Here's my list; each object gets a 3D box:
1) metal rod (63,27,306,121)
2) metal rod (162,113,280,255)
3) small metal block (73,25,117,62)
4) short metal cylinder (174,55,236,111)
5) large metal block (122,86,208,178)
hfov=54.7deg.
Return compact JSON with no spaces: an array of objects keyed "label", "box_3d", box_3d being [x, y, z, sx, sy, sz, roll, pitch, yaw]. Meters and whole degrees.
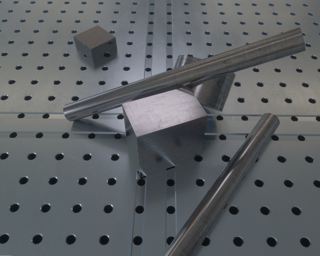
[{"label":"metal rod","box_3d":[0.011,-0.056,0.373,0.300,0.025,0.025,-15,47,21]},{"label":"metal rod","box_3d":[0.059,0.082,0.338,0.025,0.025,0.301,30,56,22]},{"label":"small metal block","box_3d":[-0.110,-0.145,0.529,0.050,0.025,0.050,-36,59,-26]},{"label":"short metal cylinder","box_3d":[0.053,-0.059,0.413,0.080,0.080,0.050,21,95,17]},{"label":"large metal block","box_3d":[0.005,0.005,0.367,0.081,0.080,0.050,-17,52,-14]}]
